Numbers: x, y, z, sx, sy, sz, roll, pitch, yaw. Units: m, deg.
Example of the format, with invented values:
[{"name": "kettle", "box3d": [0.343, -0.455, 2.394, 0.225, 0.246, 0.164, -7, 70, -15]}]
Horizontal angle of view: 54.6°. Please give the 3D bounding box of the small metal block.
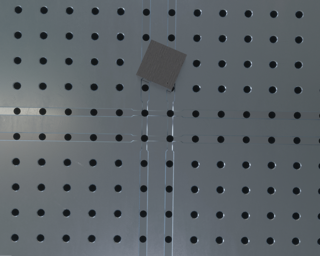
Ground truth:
[{"name": "small metal block", "box3d": [0.002, -0.082, 0.413, 0.050, 0.025, 0.050, 23, 90, 0]}]
